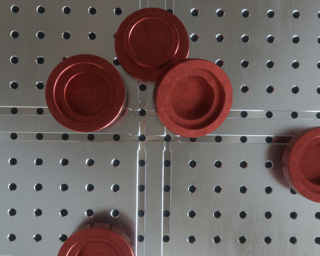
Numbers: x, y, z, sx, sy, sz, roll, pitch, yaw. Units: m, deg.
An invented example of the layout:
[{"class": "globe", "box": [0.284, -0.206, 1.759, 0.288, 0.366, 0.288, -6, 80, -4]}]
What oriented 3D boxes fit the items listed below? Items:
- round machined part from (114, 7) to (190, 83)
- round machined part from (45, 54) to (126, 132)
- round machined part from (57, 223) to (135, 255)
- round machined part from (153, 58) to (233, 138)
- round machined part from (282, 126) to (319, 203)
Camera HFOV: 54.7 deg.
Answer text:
[{"class": "round machined part", "box": [-0.011, -0.109, 0.405, 0.099, 0.042, 0.097, 0, 90, -1]}, {"class": "round machined part", "box": [-0.093, -0.043, 0.404, 0.099, 0.042, 0.097, 0, 90, -1]}, {"class": "round machined part", "box": [-0.080, 0.172, 0.404, 0.099, 0.042, 0.097, 0, 90, -1]}, {"class": "round machined part", "box": [0.039, -0.040, 0.395, 0.099, 0.042, 0.097, -4, 107, -12]}, {"class": "round machined part", "box": [0.209, 0.046, 0.408, 0.099, 0.042, 0.097, 0, 90, -1]}]
